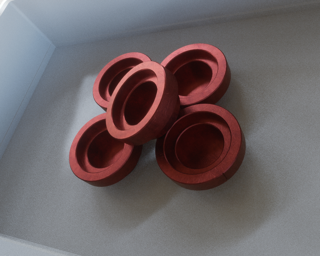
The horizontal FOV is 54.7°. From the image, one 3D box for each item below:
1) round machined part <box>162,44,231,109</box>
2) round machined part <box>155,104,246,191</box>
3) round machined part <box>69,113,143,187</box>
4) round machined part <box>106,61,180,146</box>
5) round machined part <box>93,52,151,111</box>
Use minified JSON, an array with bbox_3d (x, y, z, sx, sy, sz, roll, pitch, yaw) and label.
[{"bbox_3d":[0.044,-0.059,0.405,0.098,0.042,0.098,-13,56,20],"label":"round machined part"},{"bbox_3d":[0.048,0.024,0.352,0.098,0.042,0.098,-13,56,20],"label":"round machined part"},{"bbox_3d":[-0.066,0.031,0.407,0.098,0.042,0.098,-13,56,20],"label":"round machined part"},{"bbox_3d":[-0.016,-0.025,0.360,0.098,0.042,0.098,-25,51,36],"label":"round machined part"},{"bbox_3d":[-0.045,-0.059,0.450,0.098,0.042,0.098,-13,56,20],"label":"round machined part"}]
